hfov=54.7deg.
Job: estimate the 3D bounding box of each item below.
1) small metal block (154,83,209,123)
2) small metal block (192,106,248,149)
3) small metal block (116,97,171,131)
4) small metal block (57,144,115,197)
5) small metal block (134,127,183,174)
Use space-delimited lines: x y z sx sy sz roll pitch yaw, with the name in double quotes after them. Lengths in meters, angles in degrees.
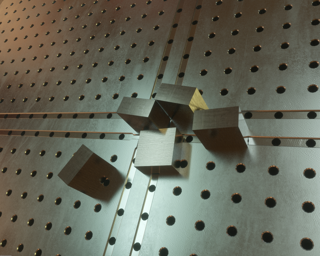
0.028 -0.030 0.395 0.050 0.050 0.025 13 69 33 "small metal block"
0.070 0.001 0.354 0.050 0.050 0.025 -5 60 25 "small metal block"
-0.021 -0.016 0.411 0.050 0.050 0.025 9 66 31 "small metal block"
-0.095 0.057 0.406 0.025 0.050 0.050 30 78 37 "small metal block"
-0.001 0.029 0.390 0.050 0.025 0.050 -5 59 25 "small metal block"
